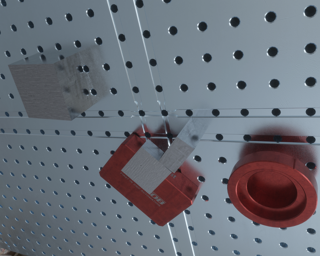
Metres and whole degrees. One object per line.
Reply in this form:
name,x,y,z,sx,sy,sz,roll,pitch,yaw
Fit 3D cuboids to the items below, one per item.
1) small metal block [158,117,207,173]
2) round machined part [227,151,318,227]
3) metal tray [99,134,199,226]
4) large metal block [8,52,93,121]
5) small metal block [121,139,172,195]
small metal block,0.029,0.021,0.392,0.025,0.050,0.050,37,129,3
round machined part,0.134,0.068,0.371,0.098,0.042,0.097,13,124,20
metal tray,-0.019,0.081,0.466,0.130,0.030,0.089,40,129,0
large metal block,-0.152,-0.059,0.436,0.080,0.050,0.079,4,120,25
small metal block,-0.015,0.052,0.412,0.050,0.025,0.050,40,119,0
